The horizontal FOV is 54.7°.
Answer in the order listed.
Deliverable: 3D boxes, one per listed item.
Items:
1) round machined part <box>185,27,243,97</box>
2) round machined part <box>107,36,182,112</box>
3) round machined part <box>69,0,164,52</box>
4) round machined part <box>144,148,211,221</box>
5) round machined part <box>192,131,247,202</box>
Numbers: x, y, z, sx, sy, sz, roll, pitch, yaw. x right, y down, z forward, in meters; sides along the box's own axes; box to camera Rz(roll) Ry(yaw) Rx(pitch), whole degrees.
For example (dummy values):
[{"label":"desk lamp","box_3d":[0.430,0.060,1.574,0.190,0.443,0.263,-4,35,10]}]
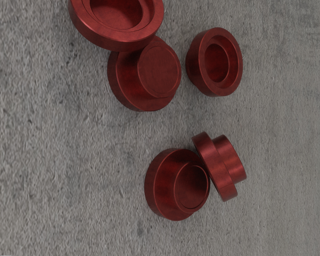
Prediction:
[{"label":"round machined part","box_3d":[0.076,-0.094,0.457,0.099,0.042,0.097,0,90,-40]},{"label":"round machined part","box_3d":[-0.012,-0.069,0.383,0.099,0.042,0.097,0,90,-40]},{"label":"round machined part","box_3d":[-0.049,-0.125,0.336,0.099,0.042,0.098,7,70,-18]},{"label":"round machined part","box_3d":[0.030,0.077,0.419,0.099,0.042,0.097,0,90,-40]},{"label":"round machined part","box_3d":[0.084,0.048,0.424,0.042,0.098,0.098,-26,111,3]}]
